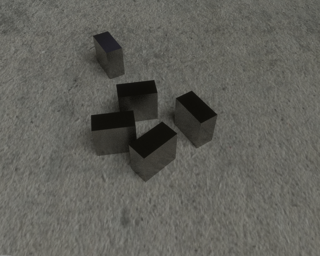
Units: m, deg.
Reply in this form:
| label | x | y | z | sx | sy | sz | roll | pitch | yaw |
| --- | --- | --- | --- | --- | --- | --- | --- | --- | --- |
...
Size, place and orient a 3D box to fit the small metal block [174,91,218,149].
| label | x | y | z | sx | sy | sz | roll | pitch | yaw |
| --- | --- | --- | --- | --- | --- | --- | --- | --- | --- |
| small metal block | 0.044 | -0.011 | 0.397 | 0.025 | 0.050 | 0.050 | -27 | 55 | -21 |

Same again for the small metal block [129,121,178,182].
| label | x | y | z | sx | sy | sz | roll | pitch | yaw |
| --- | --- | --- | --- | --- | --- | --- | --- | --- | --- |
| small metal block | -0.007 | 0.028 | 0.363 | 0.050 | 0.050 | 0.025 | -36 | 59 | -26 |

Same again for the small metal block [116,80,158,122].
| label | x | y | z | sx | sy | sz | roll | pitch | yaw |
| --- | --- | --- | --- | --- | --- | --- | --- | --- | --- |
| small metal block | -0.030 | -0.035 | 0.416 | 0.050 | 0.050 | 0.025 | -8 | 51 | -7 |

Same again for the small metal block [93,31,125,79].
| label | x | y | z | sx | sy | sz | roll | pitch | yaw |
| --- | --- | --- | --- | --- | --- | --- | --- | --- | --- |
| small metal block | -0.079 | -0.113 | 0.481 | 0.025 | 0.050 | 0.050 | -24 | 54 | -19 |

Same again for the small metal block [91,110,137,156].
| label | x | y | z | sx | sy | sz | roll | pitch | yaw |
| --- | --- | --- | --- | --- | --- | --- | --- | --- | --- |
| small metal block | -0.055 | 0.007 | 0.380 | 0.050 | 0.050 | 0.025 | -7 | 51 | -6 |
